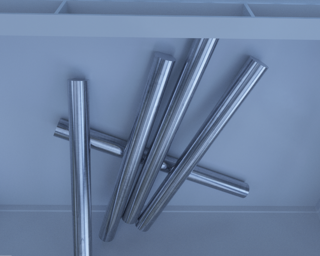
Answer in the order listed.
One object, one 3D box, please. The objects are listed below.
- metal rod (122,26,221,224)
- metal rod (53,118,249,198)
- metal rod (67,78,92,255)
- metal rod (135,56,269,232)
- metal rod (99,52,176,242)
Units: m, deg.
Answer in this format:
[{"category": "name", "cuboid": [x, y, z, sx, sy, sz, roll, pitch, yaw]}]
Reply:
[{"category": "metal rod", "cuboid": [0.003, 0.018, 0.399, 0.025, 0.025, 0.298, 15, 121, -13]}, {"category": "metal rod", "cuboid": [0.000, 0.049, 0.450, 0.302, 0.025, 0.025, 20, 127, -17]}, {"category": "metal rod", "cuboid": [-0.102, 0.087, 0.402, 0.025, 0.025, 0.298, 2, 105, -2]}, {"category": "metal rod", "cuboid": [0.042, 0.039, 0.416, 0.025, 0.025, 0.298, 22, 119, -18]}, {"category": "metal rod", "cuboid": [-0.039, 0.044, 0.413, 0.025, 0.025, 0.298, 14, 119, -12]}]
